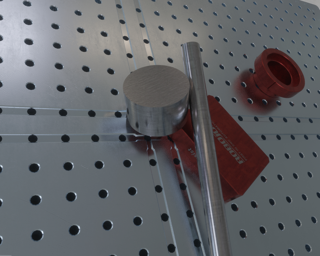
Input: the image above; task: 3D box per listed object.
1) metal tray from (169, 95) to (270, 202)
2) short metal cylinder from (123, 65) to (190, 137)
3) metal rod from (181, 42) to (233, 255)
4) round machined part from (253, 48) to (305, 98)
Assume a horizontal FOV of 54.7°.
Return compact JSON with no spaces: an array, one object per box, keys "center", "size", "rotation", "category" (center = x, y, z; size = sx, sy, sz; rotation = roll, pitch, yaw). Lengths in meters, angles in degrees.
[{"center":[0.083,0.025,0.435],"size":[0.130,0.030,0.091],"rotation":[49,51,6],"category":"metal tray"},{"center":[-0.004,-0.035,0.391],"size":[0.080,0.050,0.080],"rotation":[-1,47,1],"category":"short metal cylinder"},{"center":[0.057,0.032,0.382],"size":[0.025,0.025,0.299],"rotation":[2,72,-27],"category":"metal rod"},{"center":[0.213,-0.095,0.570],"size":[0.099,0.042,0.098],"rotation":[14,56,-21],"category":"round machined part"}]
